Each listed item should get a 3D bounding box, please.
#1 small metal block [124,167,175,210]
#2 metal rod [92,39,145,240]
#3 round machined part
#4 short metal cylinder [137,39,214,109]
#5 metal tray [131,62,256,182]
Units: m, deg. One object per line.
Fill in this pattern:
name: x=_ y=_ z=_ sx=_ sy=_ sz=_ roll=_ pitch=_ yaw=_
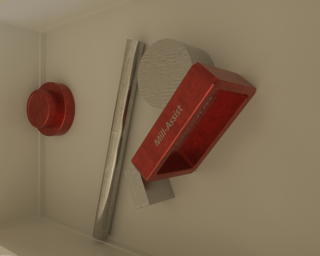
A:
small metal block: x=-0.013 y=0.073 z=0.399 sx=0.025 sy=0.050 sz=0.050 roll=-29 pitch=72 yaw=36
metal rod: x=-0.063 y=0.023 z=0.456 sx=0.025 sy=0.025 sz=0.298 roll=19 pitch=102 yaw=38
round machined part: x=-0.201 y=-0.034 z=0.554 sx=0.098 sy=0.042 sz=0.097 roll=0 pitch=90 yaw=36
short metal cylinder: x=0.019 y=-0.062 z=0.373 sx=0.080 sy=0.050 sz=0.079 roll=0 pitch=90 yaw=39
metal tray: x=0.036 y=-0.002 z=0.332 sx=0.030 sy=0.091 sz=0.129 roll=48 pitch=118 yaw=29
